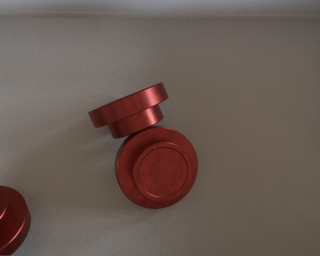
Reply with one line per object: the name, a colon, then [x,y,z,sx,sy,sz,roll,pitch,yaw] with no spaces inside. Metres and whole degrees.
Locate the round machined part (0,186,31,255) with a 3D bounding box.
round machined part: [-0.199,0.101,0.340,0.099,0.042,0.098,2,41,-1]

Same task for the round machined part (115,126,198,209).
round machined part: [-0.001,0.047,0.362,0.099,0.042,0.097,-1,95,-15]

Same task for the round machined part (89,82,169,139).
round machined part: [-0.034,-0.019,0.384,0.099,0.098,0.042,-23,98,-8]
